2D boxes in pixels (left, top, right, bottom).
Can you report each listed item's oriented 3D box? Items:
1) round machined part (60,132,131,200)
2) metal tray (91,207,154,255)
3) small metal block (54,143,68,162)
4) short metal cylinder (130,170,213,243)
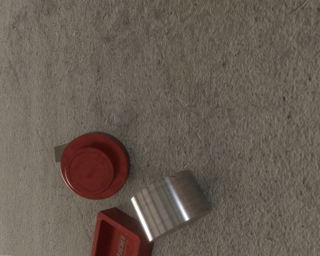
[{"bbox_3d":[-0.094,0.056,0.440,0.099,0.042,0.097,1,99,4],"label":"round machined part"},{"bbox_3d":[-0.060,0.194,0.451,0.090,0.030,0.129,18,102,38],"label":"metal tray"},{"bbox_3d":[-0.133,0.038,0.499,0.050,0.050,0.025,-15,81,39],"label":"small metal block"},{"bbox_3d":[0.013,0.091,0.359,0.080,0.081,0.050,-42,65,32],"label":"short metal cylinder"}]
